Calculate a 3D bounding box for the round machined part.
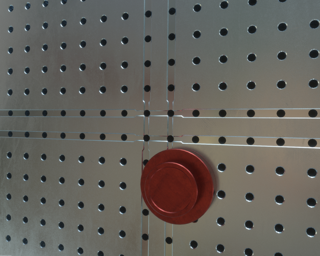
[{"bbox_3d":[0.020,0.075,0.397,0.098,0.042,0.097,0,90,20],"label":"round machined part"}]
